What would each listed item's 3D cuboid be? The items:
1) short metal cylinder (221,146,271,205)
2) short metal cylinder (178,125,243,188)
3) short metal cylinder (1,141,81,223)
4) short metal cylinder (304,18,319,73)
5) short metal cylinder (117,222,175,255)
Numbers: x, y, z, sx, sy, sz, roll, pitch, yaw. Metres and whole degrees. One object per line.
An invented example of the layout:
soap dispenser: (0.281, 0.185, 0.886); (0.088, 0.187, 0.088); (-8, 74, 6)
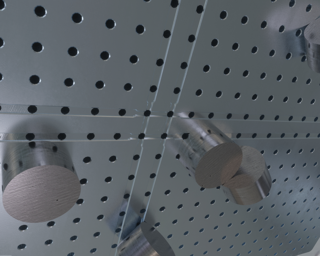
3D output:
short metal cylinder: (0.132, 0.075, 0.494); (0.080, 0.080, 0.050); (-36, 130, -4)
short metal cylinder: (0.075, 0.043, 0.462); (0.081, 0.050, 0.079); (-14, 124, -21)
short metal cylinder: (-0.138, 0.061, 0.358); (0.081, 0.050, 0.079); (-14, 124, -21)
short metal cylinder: (0.250, -0.120, 0.438); (0.080, 0.080, 0.050); (-34, 129, -6)
short metal cylinder: (-0.020, 0.196, 0.486); (0.050, 0.080, 0.080); (-44, 129, 2)
